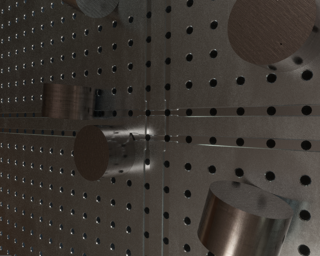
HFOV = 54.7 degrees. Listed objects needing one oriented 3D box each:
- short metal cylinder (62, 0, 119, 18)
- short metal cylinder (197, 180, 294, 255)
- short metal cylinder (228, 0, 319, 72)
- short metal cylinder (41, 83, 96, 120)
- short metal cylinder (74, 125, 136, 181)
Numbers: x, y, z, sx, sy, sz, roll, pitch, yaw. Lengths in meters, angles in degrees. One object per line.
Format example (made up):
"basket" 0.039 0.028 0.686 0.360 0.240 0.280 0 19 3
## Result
"short metal cylinder" -0.104 -0.210 0.457 0.050 0.081 0.079 34 111 34
"short metal cylinder" 0.082 0.091 0.305 0.080 0.081 0.050 21 104 37
"short metal cylinder" 0.114 -0.097 0.299 0.080 0.050 0.079 0 90 39
"short metal cylinder" -0.143 -0.041 0.489 0.080 0.081 0.050 9 96 39
"short metal cylinder" -0.083 0.035 0.459 0.080 0.050 0.079 0 90 39
